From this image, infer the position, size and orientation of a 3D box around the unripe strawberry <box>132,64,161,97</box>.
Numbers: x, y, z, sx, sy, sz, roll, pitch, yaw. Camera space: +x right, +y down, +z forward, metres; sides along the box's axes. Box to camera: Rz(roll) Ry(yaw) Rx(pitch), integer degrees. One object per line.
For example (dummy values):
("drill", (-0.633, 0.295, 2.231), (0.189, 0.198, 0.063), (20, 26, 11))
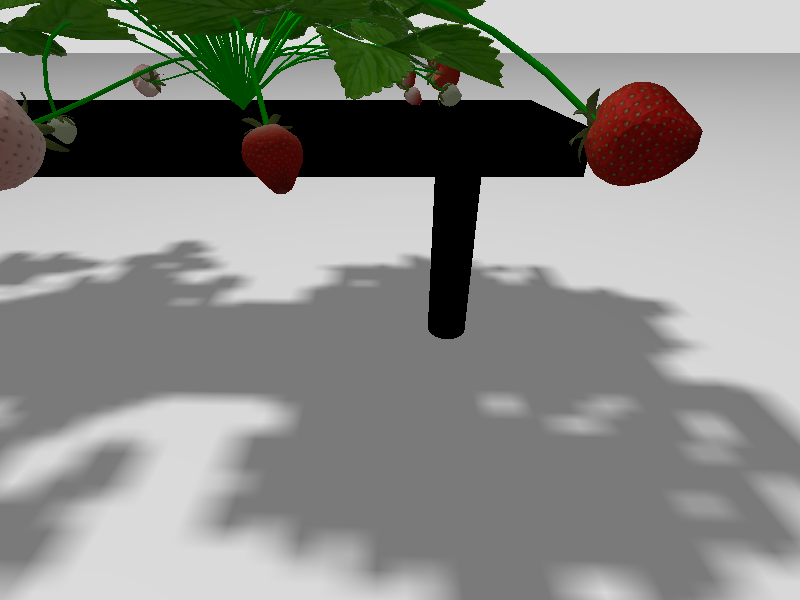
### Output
("unripe strawberry", (-0.242, -0.208, 0.380), (0.026, 0.027, 0.024), (20, 38, 29))

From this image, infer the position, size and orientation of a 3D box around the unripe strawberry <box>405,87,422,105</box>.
("unripe strawberry", (0.012, -0.168, 0.332), (0.015, 0.013, 0.015), (33, 22, -27))

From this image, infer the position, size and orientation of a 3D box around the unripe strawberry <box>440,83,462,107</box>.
("unripe strawberry", (0.042, -0.169, 0.331), (0.018, 0.017, 0.016), (10, 31, -14))

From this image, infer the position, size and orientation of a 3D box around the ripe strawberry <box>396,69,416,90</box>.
("ripe strawberry", (0.007, -0.252, 0.451), (0.025, 0.027, 0.027), (23, 39, 31))

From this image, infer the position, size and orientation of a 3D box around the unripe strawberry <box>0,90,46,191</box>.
("unripe strawberry", (-0.150, -0.055, 0.139), (0.036, 0.038, 0.038), (4, 34, 6))

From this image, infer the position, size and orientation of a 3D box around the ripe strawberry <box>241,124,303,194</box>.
("ripe strawberry", (-0.045, -0.050, 0.144), (0.021, 0.023, 0.022), (-12, -4, -18))

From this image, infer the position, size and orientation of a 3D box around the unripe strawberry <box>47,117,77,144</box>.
("unripe strawberry", (-0.158, -0.080, 0.189), (0.011, 0.011, 0.011), (7, 34, 11))

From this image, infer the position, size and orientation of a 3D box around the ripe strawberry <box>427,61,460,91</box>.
("ripe strawberry", (0.051, -0.253, 0.442), (0.040, 0.039, 0.037), (-26, 41, -34))

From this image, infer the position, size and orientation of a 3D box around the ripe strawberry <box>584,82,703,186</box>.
("ripe strawberry", (0.089, -0.060, 0.147), (0.036, 0.035, 0.033), (30, 43, 32))
